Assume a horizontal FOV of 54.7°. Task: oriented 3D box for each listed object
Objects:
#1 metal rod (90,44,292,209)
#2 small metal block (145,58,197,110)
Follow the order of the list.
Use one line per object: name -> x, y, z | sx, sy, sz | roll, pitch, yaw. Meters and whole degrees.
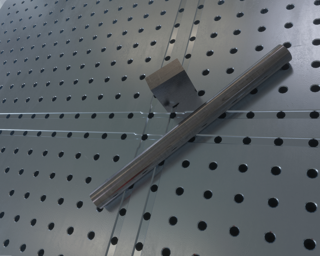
metal rod -> 0.037, -0.001, 0.389 | 0.300, 0.025, 0.025 | -38, 51, 2
small metal block -> 0.016, -0.058, 0.420 | 0.050, 0.050, 0.025 | -31, 52, 8
